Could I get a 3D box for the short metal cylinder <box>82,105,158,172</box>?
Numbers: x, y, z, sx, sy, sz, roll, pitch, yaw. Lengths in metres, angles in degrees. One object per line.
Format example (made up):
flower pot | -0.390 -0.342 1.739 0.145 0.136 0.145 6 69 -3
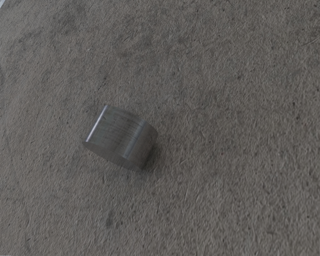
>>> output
short metal cylinder | -0.049 0.014 0.386 0.080 0.080 0.050 13 69 34
